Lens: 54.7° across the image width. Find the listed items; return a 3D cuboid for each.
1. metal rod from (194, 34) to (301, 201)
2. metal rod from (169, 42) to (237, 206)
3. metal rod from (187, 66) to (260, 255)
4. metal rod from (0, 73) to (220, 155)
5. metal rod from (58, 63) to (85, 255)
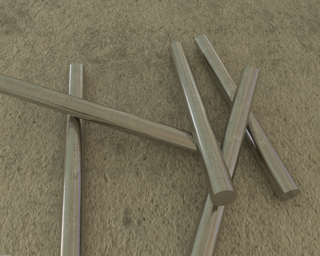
[{"bbox_3d":[0.106,-0.037,0.434,0.025,0.025,0.300,-11,51,-9],"label":"metal rod"},{"bbox_3d":[0.044,-0.033,0.403,0.025,0.025,0.300,-5,42,-4],"label":"metal rod"},{"bbox_3d":[0.074,0.041,0.348,0.025,0.025,0.300,16,58,13],"label":"metal rod"},{"bbox_3d":[-0.073,-0.016,0.389,0.301,0.025,0.025,17,52,3],"label":"metal rod"},{"bbox_3d":[-0.105,0.023,0.383,0.025,0.025,0.300,-7,50,-6],"label":"metal rod"}]
